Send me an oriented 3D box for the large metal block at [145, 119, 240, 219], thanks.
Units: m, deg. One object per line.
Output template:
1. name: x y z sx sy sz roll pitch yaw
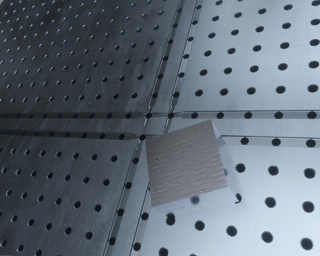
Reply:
1. large metal block: 0.034 0.047 0.345 0.080 0.050 0.080 -19 54 16
